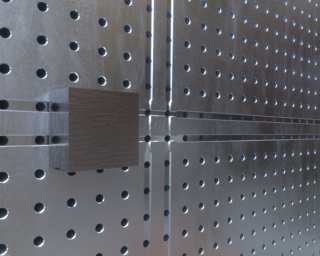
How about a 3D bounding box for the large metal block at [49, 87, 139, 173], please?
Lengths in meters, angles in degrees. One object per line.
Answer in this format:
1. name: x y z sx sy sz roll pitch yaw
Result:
1. large metal block: -0.070 0.002 0.333 0.081 0.050 0.080 0 90 -40
